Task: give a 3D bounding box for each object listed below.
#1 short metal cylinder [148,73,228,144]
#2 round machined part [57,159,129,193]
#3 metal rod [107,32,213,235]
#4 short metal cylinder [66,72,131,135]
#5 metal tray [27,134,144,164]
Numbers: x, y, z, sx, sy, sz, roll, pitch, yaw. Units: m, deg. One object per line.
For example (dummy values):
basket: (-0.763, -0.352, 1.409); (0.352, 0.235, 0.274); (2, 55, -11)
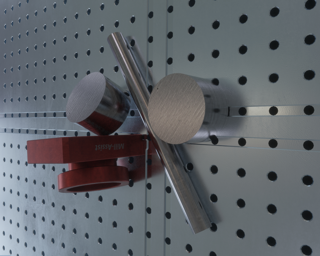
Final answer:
short metal cylinder: (0.032, -0.022, 0.366); (0.080, 0.050, 0.080); (0, 90, 40)
round machined part: (-0.095, 0.064, 0.441); (0.098, 0.099, 0.042); (-21, 70, 38)
metal rod: (-0.008, -0.007, 0.416); (0.025, 0.025, 0.299); (-38, 67, 33)
short metal cylinder: (-0.089, -0.034, 0.449); (0.080, 0.050, 0.080); (-20, 54, 31)
metal tray: (-0.098, 0.027, 0.422); (0.090, 0.131, 0.030); (-6, 87, 40)
